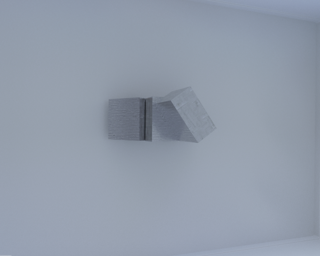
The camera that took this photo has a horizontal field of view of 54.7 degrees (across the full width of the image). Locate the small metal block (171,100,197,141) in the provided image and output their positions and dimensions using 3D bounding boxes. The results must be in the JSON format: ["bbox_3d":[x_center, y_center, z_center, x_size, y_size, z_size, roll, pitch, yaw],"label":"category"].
[{"bbox_3d":[0.032,-0.009,0.405,0.025,0.050,0.050,1,90,14],"label":"small metal block"}]

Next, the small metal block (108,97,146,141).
[{"bbox_3d":[-0.036,-0.010,0.379,0.025,0.050,0.050,1,90,-54],"label":"small metal block"}]

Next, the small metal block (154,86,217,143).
[{"bbox_3d":[0.025,-0.013,0.324,0.025,0.050,0.050,-37,102,-16],"label":"small metal block"}]

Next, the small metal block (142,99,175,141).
[{"bbox_3d":[-0.003,-0.009,0.394,0.025,0.050,0.050,1,90,-20],"label":"small metal block"}]

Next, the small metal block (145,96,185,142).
[{"bbox_3d":[0.011,-0.009,0.359,0.050,0.025,0.050,1,90,-20],"label":"small metal block"}]
